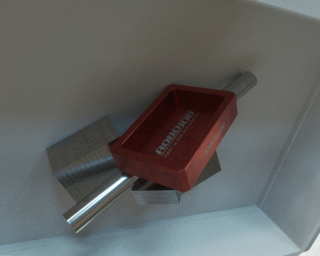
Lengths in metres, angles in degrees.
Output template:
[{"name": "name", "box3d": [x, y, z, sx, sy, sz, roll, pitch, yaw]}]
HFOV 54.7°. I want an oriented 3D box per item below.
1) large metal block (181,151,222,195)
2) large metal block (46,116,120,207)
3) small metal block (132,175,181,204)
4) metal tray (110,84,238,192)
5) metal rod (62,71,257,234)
[{"name": "large metal block", "box3d": [0.032, 0.040, 0.435, 0.080, 0.050, 0.080, -30, 129, -10]}, {"name": "large metal block", "box3d": [-0.077, 0.046, 0.375, 0.080, 0.050, 0.080, -30, 129, -10]}, {"name": "small metal block", "box3d": [0.000, 0.062, 0.368, 0.050, 0.050, 0.025, -5, 129, 17]}, {"name": "metal tray", "box3d": [0.020, 0.002, 0.344, 0.131, 0.090, 0.030, -50, 139, -36]}, {"name": "metal rod", "box3d": [0.017, 0.015, 0.379, 0.302, 0.025, 0.025, -38, 131, -23]}]
